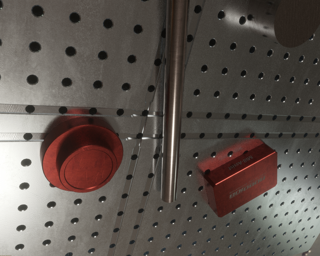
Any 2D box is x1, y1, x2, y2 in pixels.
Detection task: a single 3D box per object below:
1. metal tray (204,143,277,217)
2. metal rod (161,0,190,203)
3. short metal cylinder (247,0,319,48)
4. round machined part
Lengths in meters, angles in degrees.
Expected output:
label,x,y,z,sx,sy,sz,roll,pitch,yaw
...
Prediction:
label,x,y,z,sx,sy,sz,roll,pitch,yaw
metal tray,0.146,0.093,0.548,0.131,0.030,0.090,-25,128,-13
metal rod,0.017,-0.018,0.410,0.025,0.025,0.298,-13,124,-22
short metal cylinder,0.159,-0.148,0.393,0.081,0.050,0.079,-14,125,-21
round machined part,-0.091,0.039,0.376,0.099,0.042,0.097,-14,125,-21
